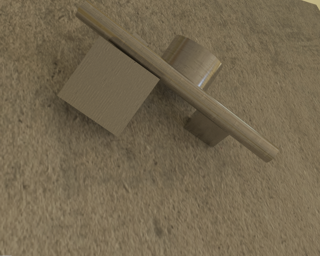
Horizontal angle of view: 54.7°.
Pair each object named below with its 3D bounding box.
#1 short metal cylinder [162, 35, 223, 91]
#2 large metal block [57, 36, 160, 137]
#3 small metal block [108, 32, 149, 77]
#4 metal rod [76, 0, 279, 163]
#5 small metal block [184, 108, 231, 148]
[{"bbox_3d":[0.041,-0.087,0.439,0.080,0.080,0.050,34,93,-7],"label":"short metal cylinder"},{"bbox_3d":[-0.058,-0.047,0.365,0.080,0.050,0.080,35,91,-6],"label":"large metal block"},{"bbox_3d":[-0.048,-0.096,0.424,0.025,0.050,0.050,44,51,1],"label":"small metal block"},{"bbox_3d":[0.025,-0.056,0.390,0.301,0.025,0.025,37,51,-4],"label":"metal rod"},{"bbox_3d":[0.070,-0.006,0.429,0.050,0.050,0.025,35,51,-5],"label":"small metal block"}]
